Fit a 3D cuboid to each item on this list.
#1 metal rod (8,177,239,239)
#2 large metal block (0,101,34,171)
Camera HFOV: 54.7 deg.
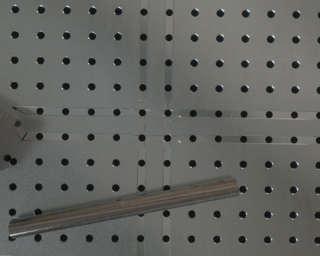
[{"bbox_3d":[-0.046,0.106,0.412,0.302,0.025,0.025,-11,90,-1],"label":"metal rod"},{"bbox_3d":[-0.227,0.003,0.398,0.080,0.050,0.080,30,90,-1],"label":"large metal block"}]
